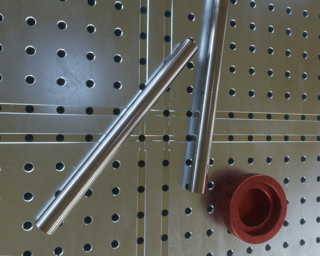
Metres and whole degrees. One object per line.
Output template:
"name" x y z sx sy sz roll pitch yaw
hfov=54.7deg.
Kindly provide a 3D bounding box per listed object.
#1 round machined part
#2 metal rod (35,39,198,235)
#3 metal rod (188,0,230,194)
"round machined part" 0.133 0.115 0.455 0.099 0.042 0.097 0 90 -21
"metal rod" -0.047 0.002 0.396 0.025 0.025 0.300 41 77 -16
"metal rod" 0.072 -0.059 0.440 0.025 0.025 0.298 9 87 -20
